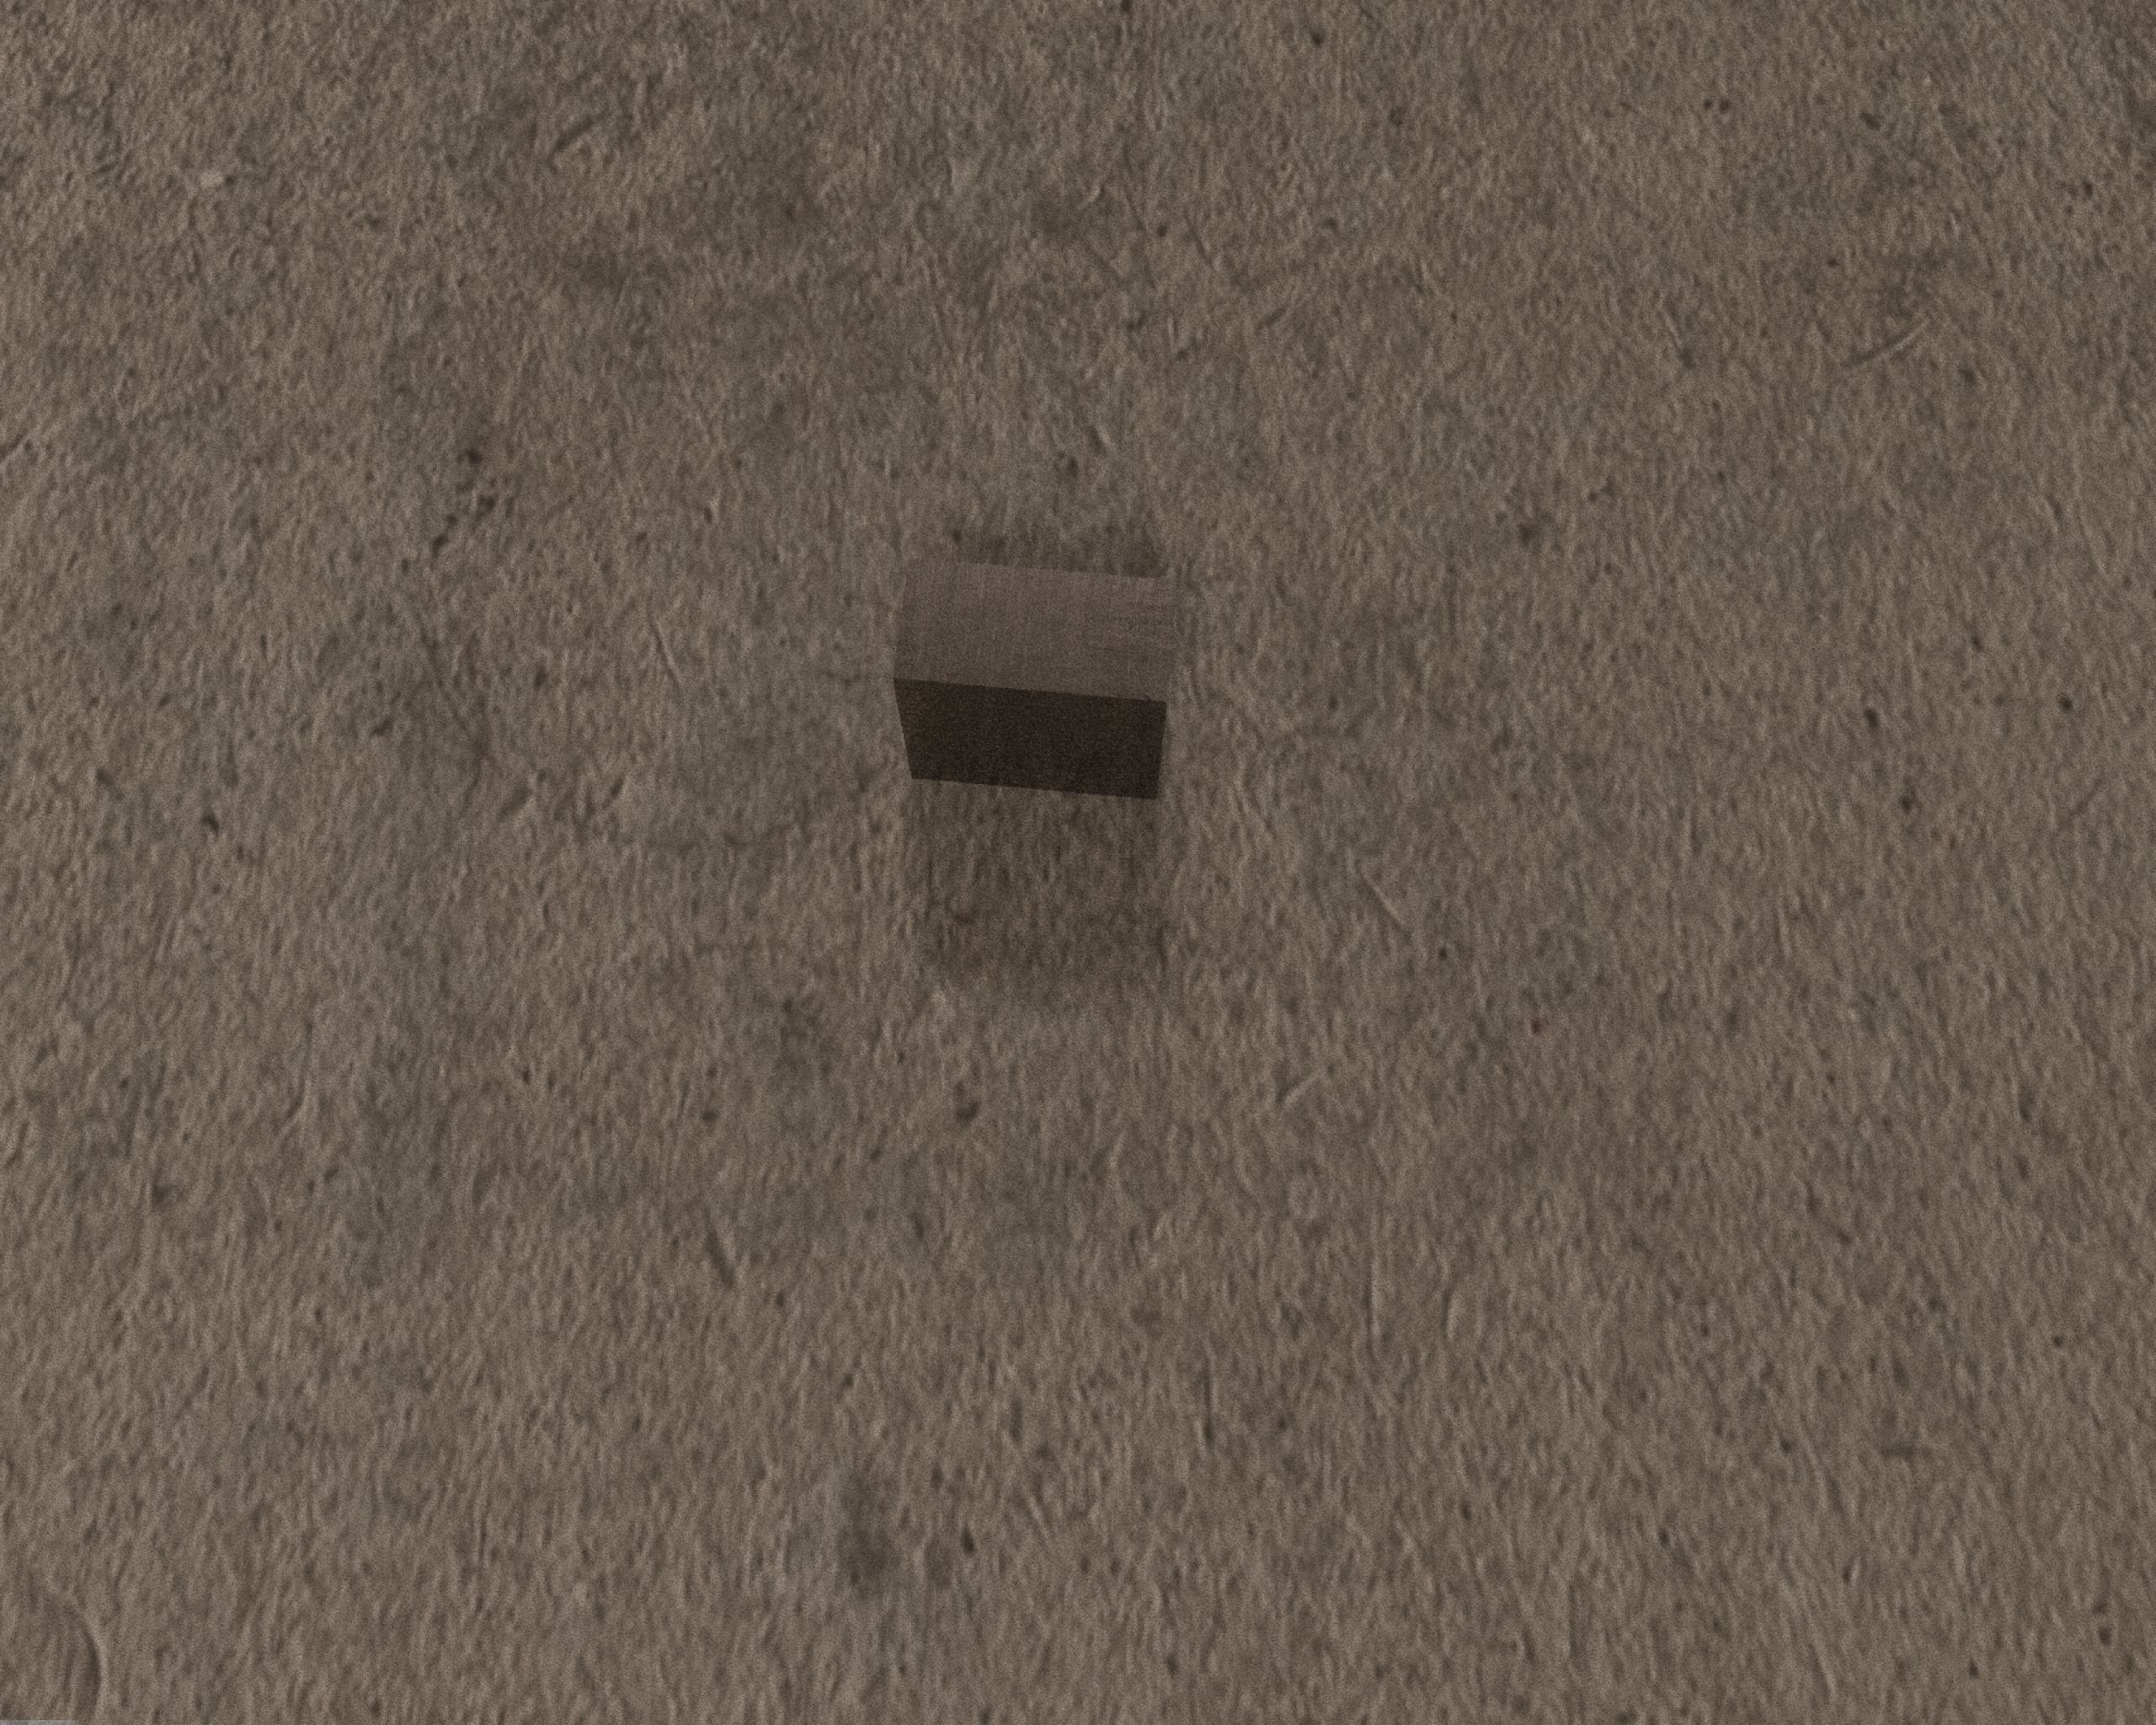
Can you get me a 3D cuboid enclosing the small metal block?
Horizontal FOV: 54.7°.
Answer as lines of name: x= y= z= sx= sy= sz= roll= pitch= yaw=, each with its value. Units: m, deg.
small metal block: x=-0.008 y=-0.035 z=0.408 sx=0.050 sy=0.050 sz=0.025 roll=5 pitch=70 yaw=1
